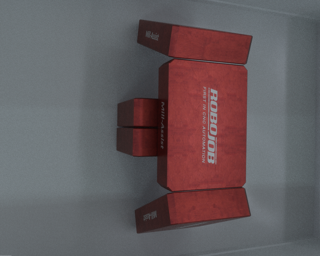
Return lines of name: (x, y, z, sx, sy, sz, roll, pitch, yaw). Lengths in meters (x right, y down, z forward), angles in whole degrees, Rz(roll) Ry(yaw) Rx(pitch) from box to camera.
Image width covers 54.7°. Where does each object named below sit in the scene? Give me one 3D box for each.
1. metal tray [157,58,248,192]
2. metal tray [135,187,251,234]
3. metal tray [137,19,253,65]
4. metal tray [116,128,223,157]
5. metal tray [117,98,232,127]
metal tray: (0.045, -0.002, 0.327, 0.091, 0.030, 0.129, 1, 90, -21)
metal tray: (0.031, 0.099, 0.363, 0.091, 0.129, 0.030, 1, 68, -21)
metal tray: (0.033, -0.104, 0.364, 0.091, 0.130, 0.030, 1, 110, -20)
metal tray: (0.020, 0.015, 0.382, 0.131, 0.090, 0.030, 1, 90, -20)
metal tray: (0.021, -0.016, 0.382, 0.131, 0.090, 0.030, 1, 90, -20)
